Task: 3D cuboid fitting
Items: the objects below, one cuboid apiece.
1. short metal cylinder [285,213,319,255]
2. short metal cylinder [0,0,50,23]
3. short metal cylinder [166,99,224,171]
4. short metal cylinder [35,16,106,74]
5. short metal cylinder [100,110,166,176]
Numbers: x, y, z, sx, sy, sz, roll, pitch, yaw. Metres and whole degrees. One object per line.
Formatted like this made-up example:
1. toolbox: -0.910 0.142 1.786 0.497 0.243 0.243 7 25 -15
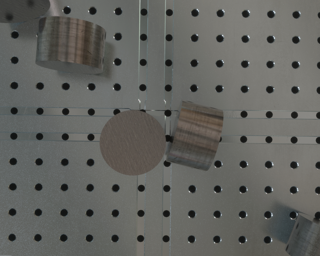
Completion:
1. short metal cylinder: 0.206 0.148 0.389 0.080 0.080 0.050 21 90 -1
2. short metal cylinder: -0.184 -0.171 0.383 0.080 0.080 0.050 -17 90 0
3. short metal cylinder: 0.042 0.009 0.387 0.050 0.080 0.080 14 90 0
4. short metal cylinder: -0.109 -0.099 0.384 0.081 0.080 0.050 5 90 -1
5. short metal cylinder: -0.033 0.018 0.400 0.081 0.050 0.079 0 90 -1
